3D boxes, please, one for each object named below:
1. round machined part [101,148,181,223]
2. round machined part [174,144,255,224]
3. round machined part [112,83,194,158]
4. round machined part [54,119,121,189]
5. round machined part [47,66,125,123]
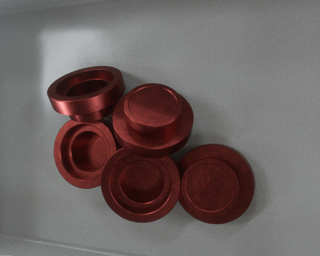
[{"bbox_3d":[-0.021,0.066,0.394,0.099,0.042,0.097,1,96,6],"label":"round machined part"},{"bbox_3d":[0.064,0.069,0.376,0.098,0.042,0.097,0,90,19],"label":"round machined part"},{"bbox_3d":[-0.008,-0.016,0.373,0.099,0.042,0.098,1,53,-1],"label":"round machined part"},{"bbox_3d":[-0.094,0.032,0.431,0.098,0.042,0.097,0,90,19],"label":"round machined part"},{"bbox_3d":[-0.094,-0.043,0.413,0.098,0.098,0.042,3,126,19],"label":"round machined part"}]
